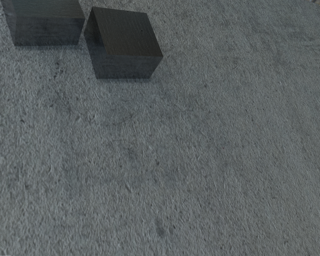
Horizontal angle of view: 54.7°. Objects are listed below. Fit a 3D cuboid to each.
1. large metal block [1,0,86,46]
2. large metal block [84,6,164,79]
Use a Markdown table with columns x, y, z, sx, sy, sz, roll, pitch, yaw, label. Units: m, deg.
| x | y | z | sx | sy | sz | roll | pitch | yaw | label |
| --- | --- | --- | --- | --- | --- | --- | --- | --- | --- |
| -0.153 | -0.154 | 0.399 | 0.081 | 0.050 | 0.080 | -11 | 68 | -33 | large metal block |
| -0.052 | -0.116 | 0.430 | 0.081 | 0.050 | 0.080 | -6 | 65 | -31 | large metal block |
